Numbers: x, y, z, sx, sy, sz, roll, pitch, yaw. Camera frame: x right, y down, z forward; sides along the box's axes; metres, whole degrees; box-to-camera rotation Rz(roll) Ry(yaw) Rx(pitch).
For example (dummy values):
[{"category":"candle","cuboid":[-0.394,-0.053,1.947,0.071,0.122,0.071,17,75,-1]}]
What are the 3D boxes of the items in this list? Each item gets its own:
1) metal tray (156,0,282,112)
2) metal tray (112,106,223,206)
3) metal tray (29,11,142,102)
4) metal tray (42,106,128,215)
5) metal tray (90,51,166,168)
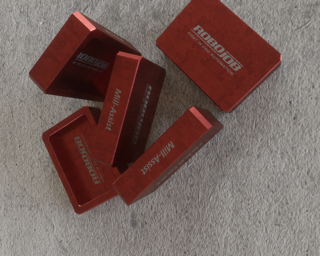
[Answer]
[{"category":"metal tray","cuboid":[0.070,-0.094,0.382,0.090,0.030,0.130,-46,76,14]},{"category":"metal tray","cuboid":[0.013,0.032,0.370,0.130,0.090,0.030,-45,76,14]},{"category":"metal tray","cuboid":[-0.084,-0.079,0.383,0.030,0.130,0.090,45,104,14]},{"category":"metal tray","cuboid":[-0.103,0.045,0.442,0.090,0.030,0.130,-30,81,17]},{"category":"metal tray","cuboid":[-0.036,-0.021,0.387,0.030,0.090,0.129,17,96,19]}]
